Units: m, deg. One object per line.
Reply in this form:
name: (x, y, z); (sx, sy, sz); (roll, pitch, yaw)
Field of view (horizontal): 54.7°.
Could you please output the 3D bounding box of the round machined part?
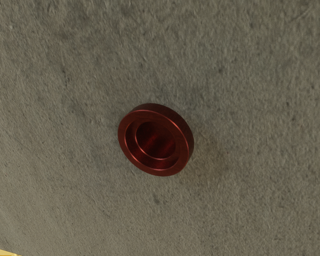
round machined part: (-0.002, 0.012, 0.403); (0.098, 0.042, 0.097); (13, 124, 20)
